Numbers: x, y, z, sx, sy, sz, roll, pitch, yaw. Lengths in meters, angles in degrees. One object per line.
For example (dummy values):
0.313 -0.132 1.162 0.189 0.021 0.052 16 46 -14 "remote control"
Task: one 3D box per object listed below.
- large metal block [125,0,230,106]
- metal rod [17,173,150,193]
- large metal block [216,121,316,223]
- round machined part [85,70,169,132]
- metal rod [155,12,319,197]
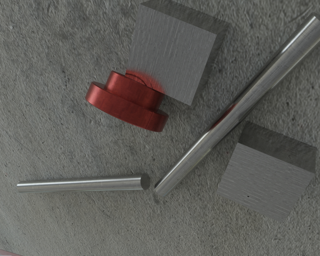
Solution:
0.017 -0.083 0.330 0.080 0.050 0.079 26 127 11 "large metal block"
-0.149 0.100 0.544 0.300 0.025 0.025 -8 114 31 "metal rod"
0.120 0.050 0.358 0.080 0.050 0.079 23 127 14 "large metal block"
-0.033 -0.035 0.364 0.098 0.098 0.042 26 97 11 "round machined part"
0.073 -0.002 0.366 0.025 0.025 0.298 39 129 2 "metal rod"
